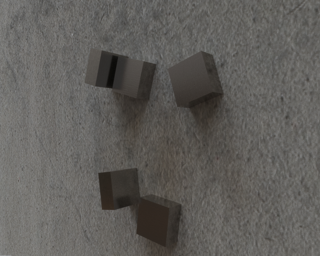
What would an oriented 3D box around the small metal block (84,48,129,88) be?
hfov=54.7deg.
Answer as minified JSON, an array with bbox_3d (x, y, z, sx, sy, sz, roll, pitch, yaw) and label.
[{"bbox_3d":[-0.077,-0.085,0.450,0.025,0.050,0.050,21,103,38],"label":"small metal block"}]

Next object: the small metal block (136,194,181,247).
[{"bbox_3d":[-0.002,0.119,0.405,0.050,0.025,0.050,9,96,39],"label":"small metal block"}]

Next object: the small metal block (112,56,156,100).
[{"bbox_3d":[-0.037,-0.070,0.433,0.050,0.025,0.050,20,102,38],"label":"small metal block"}]

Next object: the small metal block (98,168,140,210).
[{"bbox_3d":[-0.056,0.084,0.432,0.025,0.050,0.050,-12,83,39],"label":"small metal block"}]

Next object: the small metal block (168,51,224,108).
[{"bbox_3d":[0.042,-0.056,0.369,0.050,0.025,0.050,-22,76,37],"label":"small metal block"}]
